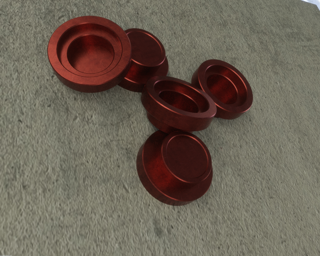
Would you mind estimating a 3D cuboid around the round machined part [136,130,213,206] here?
[{"bbox_3d":[0.024,0.042,0.382,0.099,0.042,0.098,14,56,-21],"label":"round machined part"}]

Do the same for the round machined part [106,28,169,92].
[{"bbox_3d":[-0.031,-0.102,0.441,0.099,0.042,0.098,14,56,-21],"label":"round machined part"}]

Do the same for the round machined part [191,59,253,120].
[{"bbox_3d":[0.091,-0.055,0.479,0.099,0.042,0.098,14,56,-21],"label":"round machined part"}]

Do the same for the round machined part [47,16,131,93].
[{"bbox_3d":[-0.086,-0.088,0.389,0.099,0.042,0.098,2,70,-6],"label":"round machined part"}]

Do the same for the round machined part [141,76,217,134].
[{"bbox_3d":[0.021,-0.026,0.409,0.099,0.042,0.098,16,33,-11],"label":"round machined part"}]
